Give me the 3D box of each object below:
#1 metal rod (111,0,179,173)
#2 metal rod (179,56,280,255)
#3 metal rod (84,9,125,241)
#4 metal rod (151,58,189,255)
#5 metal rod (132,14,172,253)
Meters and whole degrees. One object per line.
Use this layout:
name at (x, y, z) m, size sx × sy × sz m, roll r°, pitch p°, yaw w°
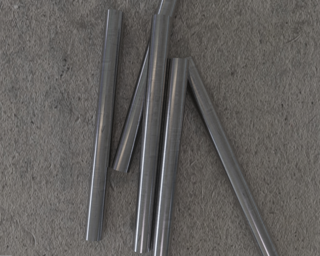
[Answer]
metal rod at (-0.011, -0.088, 0.409) m, size 0.025 × 0.025 × 0.298 m, roll 16°, pitch 90°, yaw 0°
metal rod at (0.092, 0.047, 0.410) m, size 0.025 × 0.025 × 0.299 m, roll -24°, pitch 90°, yaw 0°
metal rod at (-0.073, -0.004, 0.409) m, size 0.025 × 0.025 × 0.298 m, roll 5°, pitch 90°, yaw 0°
metal rod at (0.011, 0.063, 0.398) m, size 0.025 × 0.025 × 0.298 m, roll 5°, pitch 95°, yaw 0°
metal rod at (-0.011, 0.012, 0.394) m, size 0.025 × 0.025 × 0.298 m, roll 5°, pitch 96°, yaw 0°
